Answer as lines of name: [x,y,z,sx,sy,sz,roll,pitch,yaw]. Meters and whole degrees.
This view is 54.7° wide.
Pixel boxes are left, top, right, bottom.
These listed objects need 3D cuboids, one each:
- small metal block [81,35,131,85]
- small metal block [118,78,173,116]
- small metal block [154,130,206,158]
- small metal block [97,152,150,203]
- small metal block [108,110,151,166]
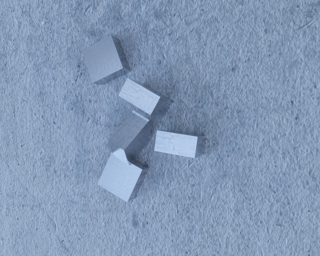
small metal block: [-0.076,-0.094,0.436,0.050,0.025,0.050,-22,83,18]
small metal block: [-0.017,-0.039,0.402,0.050,0.050,0.025,32,101,17]
small metal block: [0.027,0.019,0.386,0.050,0.050,0.025,9,93,20]
small metal block: [-0.050,0.066,0.427,0.050,0.025,0.050,27,99,18]
small metal block: [-0.037,0.014,0.399,0.025,0.050,0.050,32,67,17]
